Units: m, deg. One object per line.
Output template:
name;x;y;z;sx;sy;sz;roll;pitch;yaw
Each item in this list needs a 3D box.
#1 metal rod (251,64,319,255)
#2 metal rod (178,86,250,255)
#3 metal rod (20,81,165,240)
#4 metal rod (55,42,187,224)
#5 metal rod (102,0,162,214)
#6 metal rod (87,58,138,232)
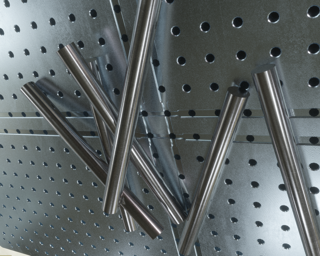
metal rod;0.162;0.068;0.367;0.025;0.025;0.299;-10;113;33
metal rod;0.064;0.080;0.427;0.025;0.025;0.298;22;127;15
metal rod;-0.104;0.045;0.467;0.300;0.025;0.025;47;129;6
metal rod;-0.043;0.021;0.429;0.025;0.025;0.299;-16;116;34
metal rod;-0.039;-0.019;0.382;0.025;0.025;0.298;21;115;16
metal rod;-0.072;0.042;0.475;0.025;0.025;0.298;5;121;26
